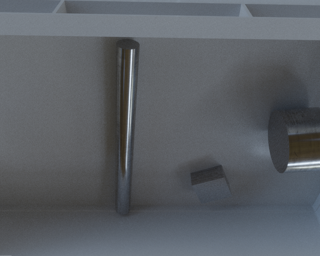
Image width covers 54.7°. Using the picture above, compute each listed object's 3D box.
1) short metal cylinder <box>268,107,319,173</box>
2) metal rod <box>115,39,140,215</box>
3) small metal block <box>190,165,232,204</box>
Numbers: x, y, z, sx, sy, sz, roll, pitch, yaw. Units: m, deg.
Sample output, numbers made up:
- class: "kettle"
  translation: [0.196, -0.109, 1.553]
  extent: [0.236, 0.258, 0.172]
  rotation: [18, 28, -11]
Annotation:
- class: "short metal cylinder"
  translation: [0.173, 0.015, 0.389]
  extent: [0.050, 0.080, 0.080]
  rotation: [-4, 130, 3]
- class: "metal rod"
  translation: [-0.049, 0.023, 0.428]
  extent: [0.025, 0.025, 0.298]
  rotation: [4, 130, -4]
- class: "small metal block"
  translation: [0.081, 0.089, 0.487]
  extent: [0.050, 0.025, 0.050]
  rotation: [-17, 128, 13]
